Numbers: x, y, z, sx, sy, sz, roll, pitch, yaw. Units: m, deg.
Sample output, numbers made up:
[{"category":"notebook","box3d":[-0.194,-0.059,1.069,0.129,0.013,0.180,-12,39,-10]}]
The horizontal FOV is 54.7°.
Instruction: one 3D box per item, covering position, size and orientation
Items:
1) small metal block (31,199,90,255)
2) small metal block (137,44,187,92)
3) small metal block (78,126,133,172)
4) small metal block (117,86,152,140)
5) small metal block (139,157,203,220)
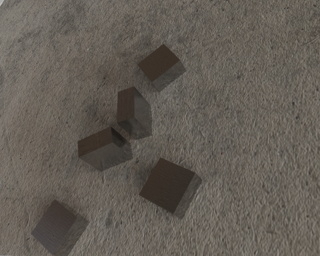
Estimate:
[{"category":"small metal block","box3d":[-0.126,0.127,0.393,0.050,0.025,0.050,22,74,36]},{"category":"small metal block","box3d":[0.002,-0.089,0.457,0.050,0.025,0.050,-38,51,2]},{"category":"small metal block","box3d":[-0.071,0.029,0.408,0.050,0.050,0.025,-24,53,14]},{"category":"small metal block","box3d":[-0.034,-0.019,0.417,0.025,0.050,0.050,-16,55,19]},{"category":"small metal block","box3d":[0.012,0.068,0.355,0.050,0.025,0.050,20,72,35]}]
